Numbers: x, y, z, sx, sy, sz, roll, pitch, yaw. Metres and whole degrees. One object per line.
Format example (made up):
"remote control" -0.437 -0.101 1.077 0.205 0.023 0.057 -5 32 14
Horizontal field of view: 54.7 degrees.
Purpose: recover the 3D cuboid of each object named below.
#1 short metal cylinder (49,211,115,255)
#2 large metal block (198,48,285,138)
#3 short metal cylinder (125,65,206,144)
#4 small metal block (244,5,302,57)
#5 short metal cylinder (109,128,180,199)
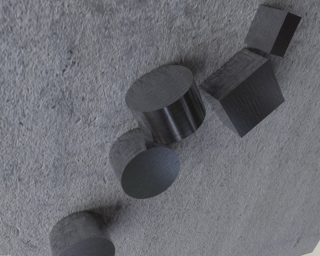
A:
"short metal cylinder" -0.109 0.164 0.433 0.081 0.050 0.079 -14 124 -21
"large metal block" 0.113 -0.047 0.423 0.080 0.050 0.080 -41 130 -1
"short metal cylinder" 0.007 -0.028 0.358 0.080 0.080 0.050 -33 129 -7
"small metal block" 0.140 -0.123 0.391 0.025 0.050 0.050 4 116 -31
"short metal cylinder" -0.021 0.046 0.408 0.081 0.050 0.079 -14 124 -21
